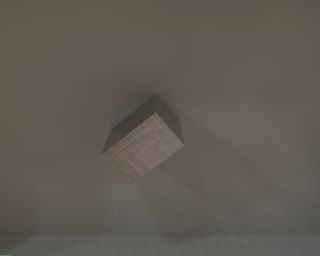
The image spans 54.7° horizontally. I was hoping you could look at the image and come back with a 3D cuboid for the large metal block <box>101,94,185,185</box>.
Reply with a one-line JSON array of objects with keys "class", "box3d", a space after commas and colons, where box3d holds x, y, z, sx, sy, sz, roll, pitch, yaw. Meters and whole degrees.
[{"class": "large metal block", "box3d": [-0.020, 0.011, 0.383, 0.080, 0.080, 0.050, -38, 106, 12]}]
